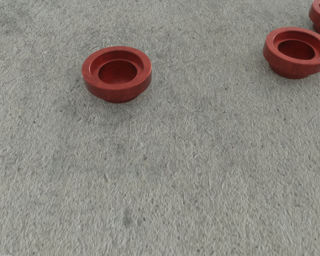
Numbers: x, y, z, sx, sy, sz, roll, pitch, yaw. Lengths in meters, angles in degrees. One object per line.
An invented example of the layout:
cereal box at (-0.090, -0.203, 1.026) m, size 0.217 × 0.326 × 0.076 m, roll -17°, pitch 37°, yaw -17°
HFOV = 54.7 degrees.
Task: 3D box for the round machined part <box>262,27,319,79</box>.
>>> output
round machined part at (0.212, -0.115, 0.490) m, size 0.099 × 0.042 × 0.098 m, roll 0°, pitch 50°, yaw 0°

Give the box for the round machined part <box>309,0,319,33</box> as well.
round machined part at (0.319, -0.197, 0.560) m, size 0.099 × 0.042 × 0.098 m, roll 0°, pitch 50°, yaw 0°

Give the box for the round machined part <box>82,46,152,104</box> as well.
round machined part at (-0.061, -0.074, 0.454) m, size 0.099 × 0.042 × 0.098 m, roll 0°, pitch 50°, yaw 0°
